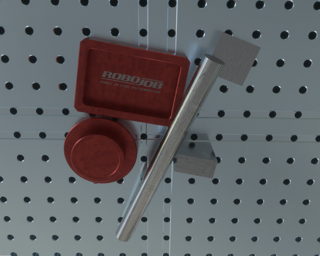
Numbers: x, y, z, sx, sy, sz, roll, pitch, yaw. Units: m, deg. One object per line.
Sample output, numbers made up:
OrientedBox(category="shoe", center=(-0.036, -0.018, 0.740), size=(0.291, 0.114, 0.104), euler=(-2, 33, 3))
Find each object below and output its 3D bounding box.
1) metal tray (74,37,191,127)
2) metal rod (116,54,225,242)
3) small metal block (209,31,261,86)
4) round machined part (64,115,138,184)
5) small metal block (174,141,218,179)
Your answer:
OrientedBox(category="metal tray", center=(-0.035, -0.057, 0.389), size=(0.131, 0.030, 0.089), euler=(10, 110, -4))
OrientedBox(category="metal rod", center=(0.002, 0.044, 0.405), size=(0.025, 0.025, 0.298), euler=(22, 118, -8))
OrientedBox(category="small metal block", center=(0.087, -0.086, 0.382), size=(0.050, 0.025, 0.050), euler=(20, 109, -7))
OrientedBox(category="round machined part", center=(-0.080, 0.033, 0.416), size=(0.099, 0.042, 0.097), euler=(0, 110, 0))
OrientedBox(category="small metal block", center=(0.045, 0.040, 0.415), size=(0.050, 0.050, 0.025), euler=(11, 110, -4))
